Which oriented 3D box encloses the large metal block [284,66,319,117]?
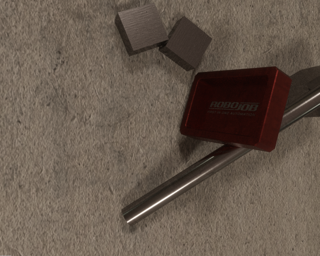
[{"bbox_3d":[0.225,-0.056,0.465,0.080,0.080,0.050,-29,100,-18],"label":"large metal block"}]

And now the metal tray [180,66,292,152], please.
[{"bbox_3d":[0.087,-0.025,0.385,0.030,0.130,0.090,20,83,-36],"label":"metal tray"}]

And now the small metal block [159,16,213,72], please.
[{"bbox_3d":[0.035,-0.114,0.423,0.050,0.025,0.050,33,79,-18],"label":"small metal block"}]

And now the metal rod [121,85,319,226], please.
[{"bbox_3d":[0.085,0.035,0.399,0.301,0.025,0.025,-32,102,-1],"label":"metal rod"}]

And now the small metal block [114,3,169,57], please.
[{"bbox_3d":[-0.024,-0.126,0.399,0.050,0.025,0.050,-23,94,-19],"label":"small metal block"}]
